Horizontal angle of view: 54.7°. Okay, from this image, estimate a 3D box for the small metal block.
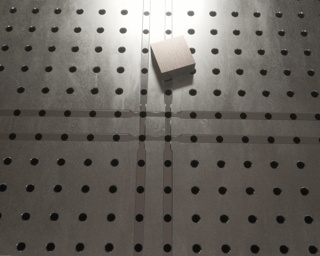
[{"bbox_3d":[0.018,-0.101,0.449,0.050,0.025,0.050,-18,71,-7],"label":"small metal block"}]
